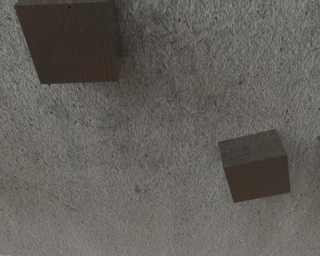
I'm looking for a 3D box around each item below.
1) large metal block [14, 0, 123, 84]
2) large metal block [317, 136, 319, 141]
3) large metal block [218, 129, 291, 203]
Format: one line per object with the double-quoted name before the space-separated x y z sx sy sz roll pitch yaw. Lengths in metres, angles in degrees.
"large metal block" -0.084 -0.093 0.311 0.080 0.050 0.079 -2 130 1
"large metal block" 0.266 0.050 0.416 0.050 0.080 0.080 -31 124 24
"large metal block" 0.134 0.055 0.439 0.080 0.050 0.080 -14 129 11
